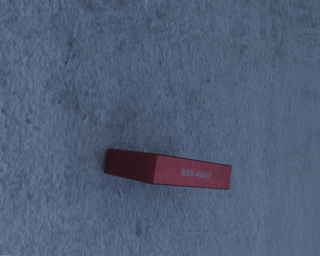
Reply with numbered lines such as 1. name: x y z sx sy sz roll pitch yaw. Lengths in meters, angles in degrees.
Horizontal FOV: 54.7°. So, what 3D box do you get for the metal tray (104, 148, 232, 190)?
1. metal tray: 0.012 0.050 0.374 0.131 0.090 0.030 13 82 -40
